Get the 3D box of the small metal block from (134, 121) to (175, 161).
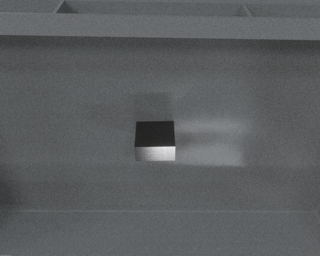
[{"bbox_3d":[-0.006,0.016,0.407,0.050,0.050,0.025,-1,130,0],"label":"small metal block"}]
